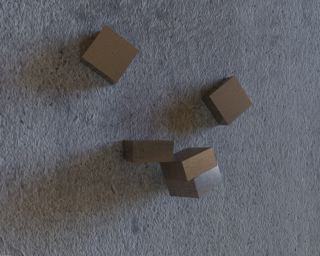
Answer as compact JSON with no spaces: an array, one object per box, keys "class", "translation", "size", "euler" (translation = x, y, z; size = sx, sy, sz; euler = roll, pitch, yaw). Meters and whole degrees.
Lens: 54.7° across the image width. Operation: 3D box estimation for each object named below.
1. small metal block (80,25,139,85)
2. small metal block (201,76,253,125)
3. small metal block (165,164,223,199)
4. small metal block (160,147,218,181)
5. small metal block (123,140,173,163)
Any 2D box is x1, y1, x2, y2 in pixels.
[{"class":"small metal block","translation":[-0.063,-0.090,0.386],"size":[0.050,0.025,0.050],"euler":[36,79,-17]},{"class":"small metal block","translation":[0.096,-0.039,0.444],"size":[0.050,0.025,0.050],"euler":[-39,103,-16]},{"class":"small metal block","translation":[0.044,0.068,0.404],"size":[0.050,0.050,0.025],"euler":[-23,100,-42]},{"class":"small metal block","translation":[0.036,0.045,0.397],"size":[0.050,0.050,0.025],"euler":[-21,98,-32]},{"class":"small metal block","translation":[-0.016,0.028,0.390],"size":[0.050,0.050,0.025],"euler":[1,90,-20]}]
